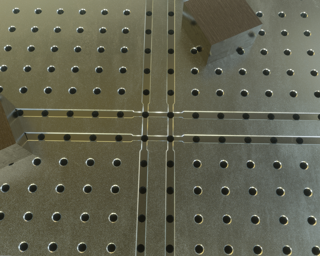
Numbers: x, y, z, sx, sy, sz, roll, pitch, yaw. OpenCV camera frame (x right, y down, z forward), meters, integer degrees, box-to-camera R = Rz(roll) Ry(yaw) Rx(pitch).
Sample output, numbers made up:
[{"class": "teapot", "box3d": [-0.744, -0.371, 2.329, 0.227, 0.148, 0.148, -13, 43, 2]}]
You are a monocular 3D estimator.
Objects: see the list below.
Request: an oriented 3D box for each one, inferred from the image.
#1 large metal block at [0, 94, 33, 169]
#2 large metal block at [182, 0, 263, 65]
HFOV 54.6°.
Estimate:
[{"class": "large metal block", "box3d": [-0.223, 0.010, 0.394, 0.080, 0.050, 0.080, -26, 72, -9]}, {"class": "large metal block", "box3d": [0.087, -0.152, 0.454, 0.080, 0.050, 0.080, -25, 72, -9]}]
